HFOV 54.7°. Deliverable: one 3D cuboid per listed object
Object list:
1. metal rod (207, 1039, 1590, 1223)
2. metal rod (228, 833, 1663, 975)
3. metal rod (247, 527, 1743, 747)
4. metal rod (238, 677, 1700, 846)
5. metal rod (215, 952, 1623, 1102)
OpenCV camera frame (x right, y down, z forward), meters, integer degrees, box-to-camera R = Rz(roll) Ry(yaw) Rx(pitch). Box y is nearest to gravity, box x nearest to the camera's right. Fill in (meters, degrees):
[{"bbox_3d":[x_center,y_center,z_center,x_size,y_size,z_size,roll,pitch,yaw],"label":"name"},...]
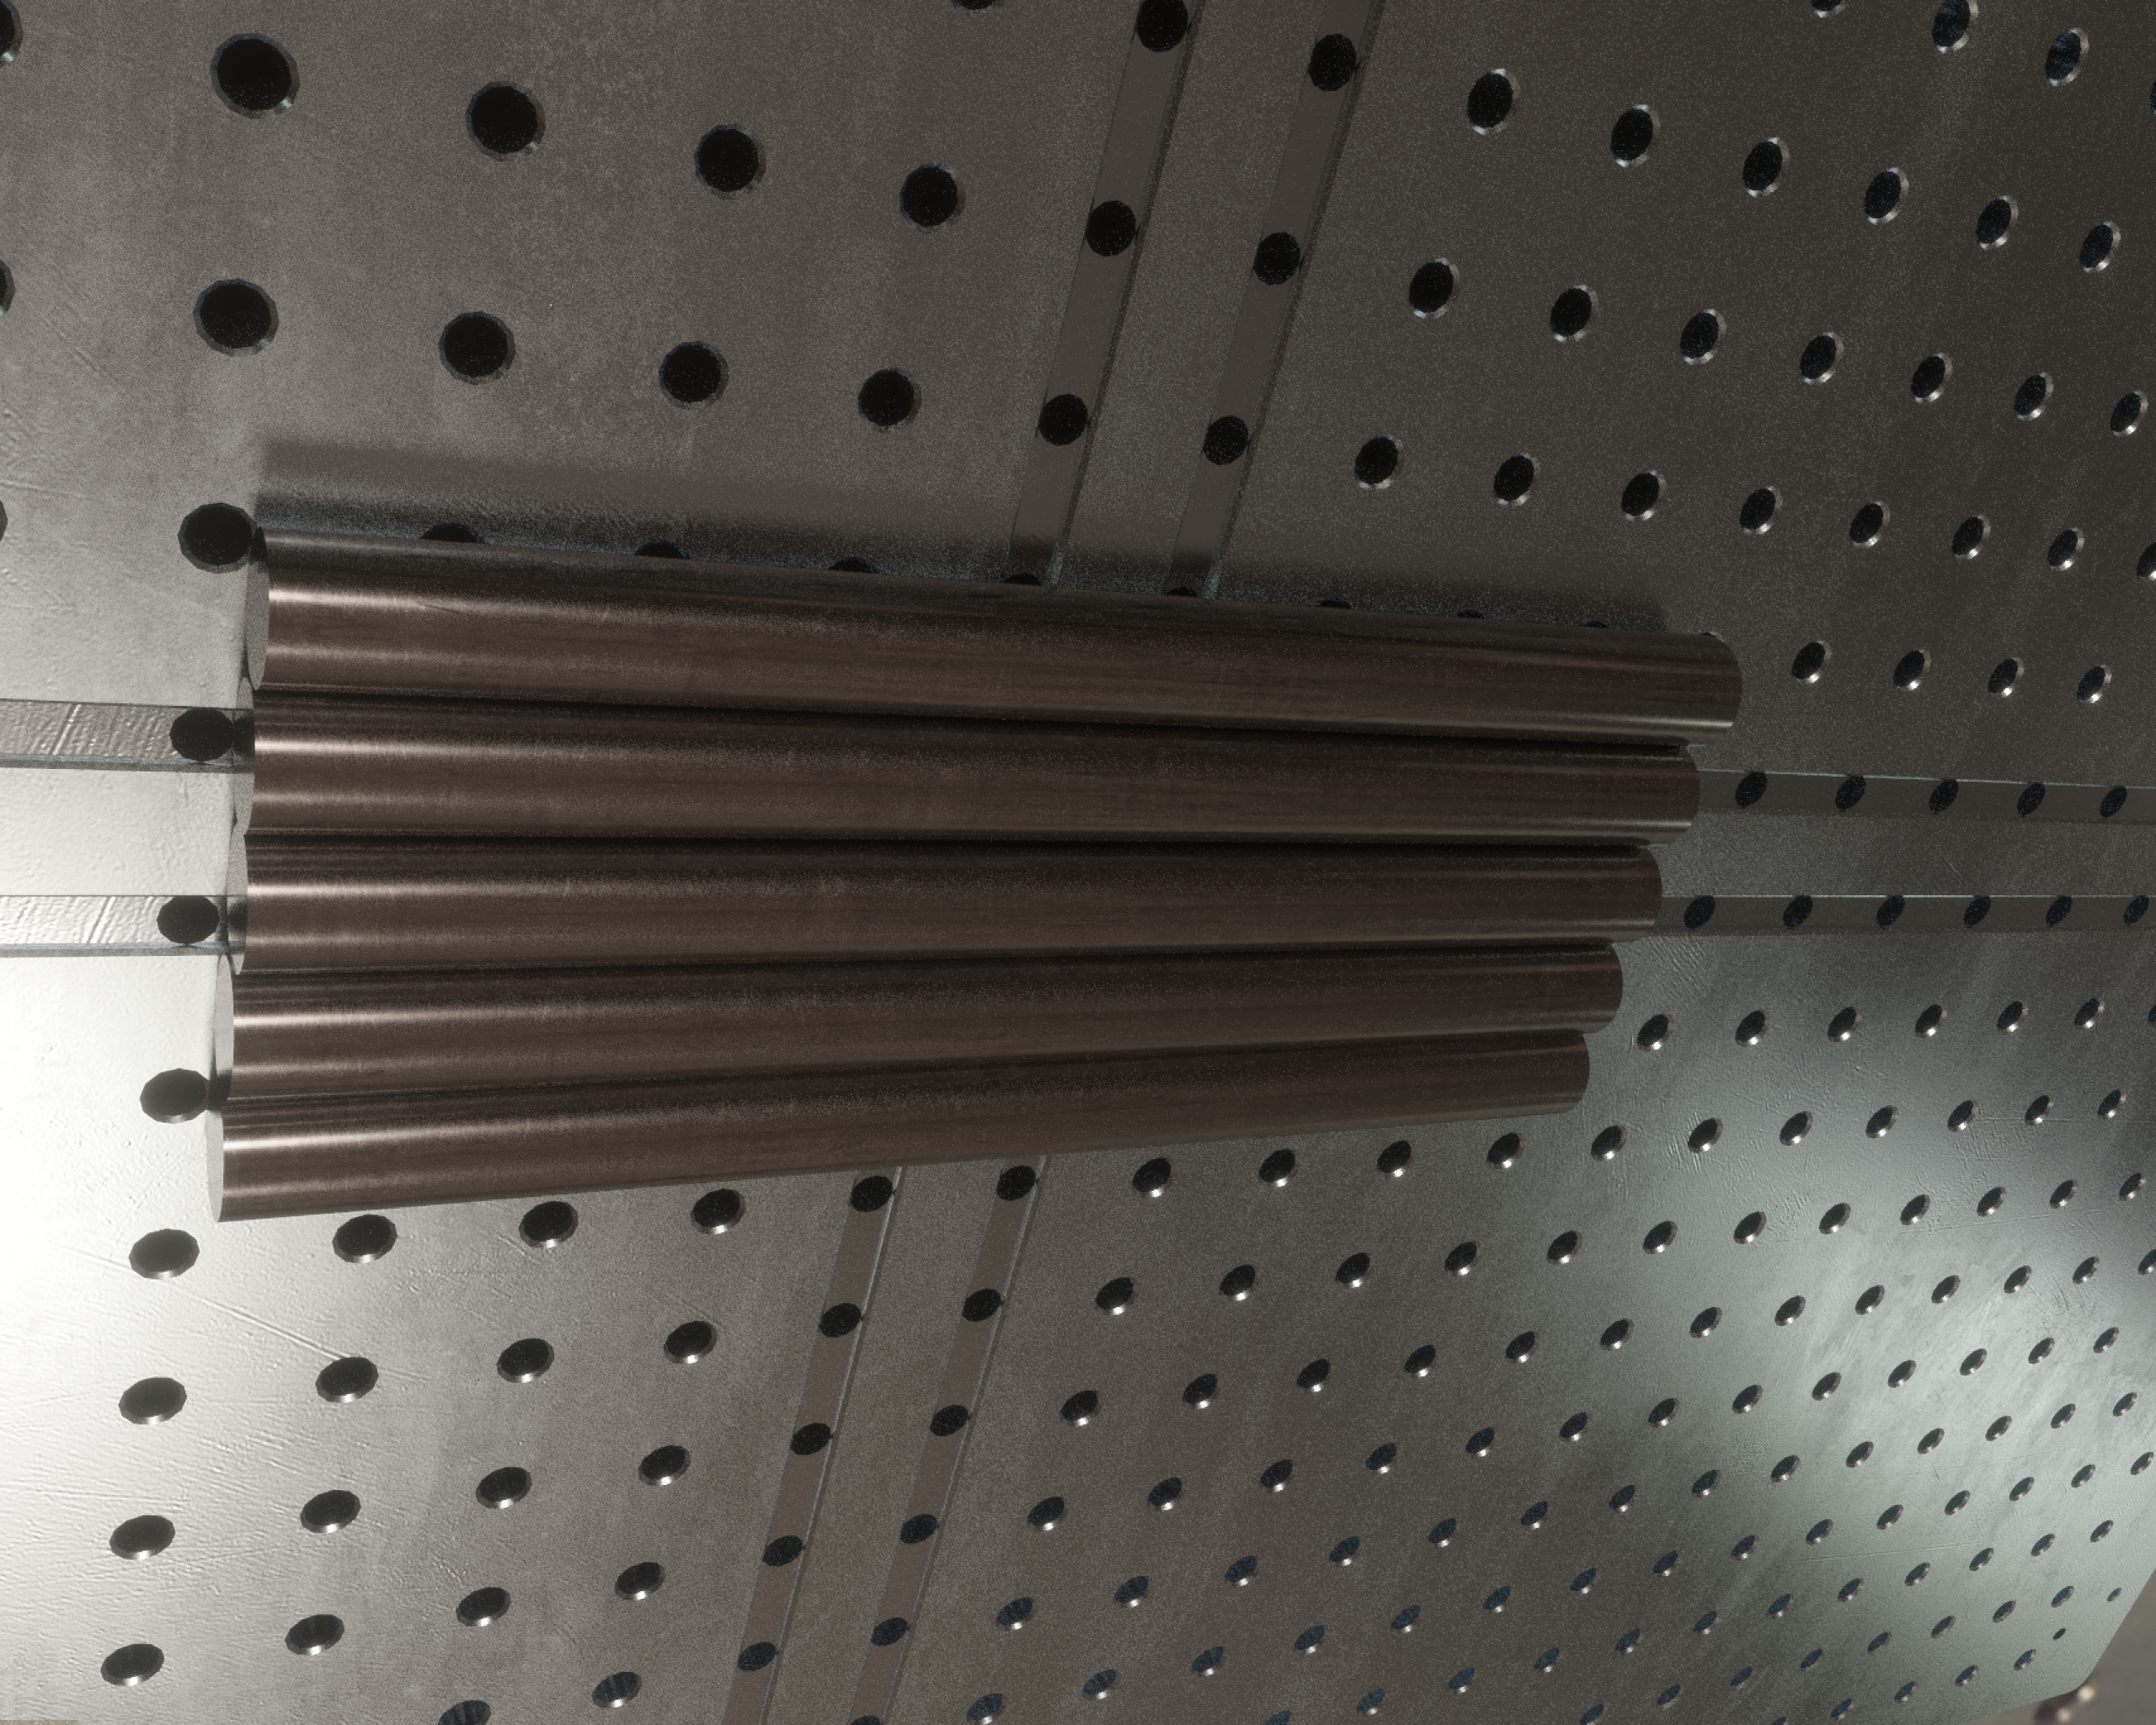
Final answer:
[{"bbox_3d":[-0.017,0.049,0.434,0.303,0.025,0.025,0,119,-29],"label":"metal rod"},{"bbox_3d":[-0.005,0.006,0.414,0.303,0.025,0.025,0,118,-29],"label":"metal rod"},{"bbox_3d":[0.007,-0.039,0.393,0.303,0.025,0.025,0,118,-29],"label":"metal rod"},{"bbox_3d":[0.001,-0.017,0.403,0.303,0.025,0.025,0,118,-29],"label":"metal rod"},{"bbox_3d":[-0.011,0.028,0.424,0.303,0.025,0.025,0,118,-29],"label":"metal rod"}]
